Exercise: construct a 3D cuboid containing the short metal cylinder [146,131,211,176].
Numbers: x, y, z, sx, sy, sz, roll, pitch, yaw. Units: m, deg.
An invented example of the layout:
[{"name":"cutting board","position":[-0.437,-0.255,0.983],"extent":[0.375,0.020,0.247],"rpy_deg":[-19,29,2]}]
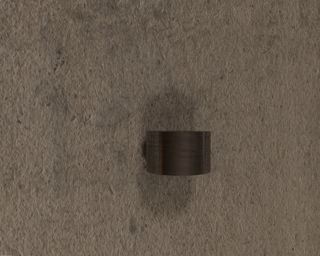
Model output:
[{"name":"short metal cylinder","position":[0.023,0.029,0.389],"extent":[0.081,0.080,0.050],"rpy_deg":[0,90,-20]}]
